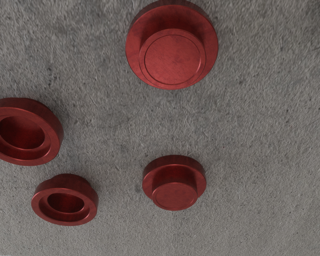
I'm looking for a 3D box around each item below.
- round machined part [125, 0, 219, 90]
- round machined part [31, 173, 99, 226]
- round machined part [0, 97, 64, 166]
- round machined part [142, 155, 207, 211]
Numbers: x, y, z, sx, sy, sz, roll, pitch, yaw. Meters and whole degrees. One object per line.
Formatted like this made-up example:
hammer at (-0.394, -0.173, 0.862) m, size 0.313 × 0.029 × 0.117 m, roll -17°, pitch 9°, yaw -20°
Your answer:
round machined part at (0.013, -0.080, 0.328) m, size 0.099 × 0.042 × 0.097 m, roll 0°, pitch 130°, yaw 0°
round machined part at (-0.146, 0.109, 0.488) m, size 0.099 × 0.042 × 0.097 m, roll 0°, pitch 130°, yaw 0°
round machined part at (-0.173, 0.000, 0.395) m, size 0.099 × 0.042 × 0.097 m, roll 0°, pitch 130°, yaw 0°
round machined part at (0.022, 0.090, 0.472) m, size 0.099 × 0.042 × 0.097 m, roll 0°, pitch 130°, yaw 0°
